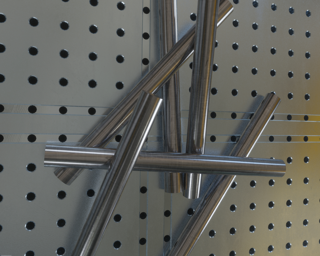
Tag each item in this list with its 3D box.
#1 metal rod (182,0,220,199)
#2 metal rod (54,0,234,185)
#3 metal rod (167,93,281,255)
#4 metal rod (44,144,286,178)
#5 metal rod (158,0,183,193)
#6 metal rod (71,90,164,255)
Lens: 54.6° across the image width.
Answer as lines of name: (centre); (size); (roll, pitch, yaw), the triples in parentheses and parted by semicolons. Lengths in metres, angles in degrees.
metal rod: (0.051, -0.051, 0.388); (0.025, 0.025, 0.298); (-3, 107, -20)
metal rod: (-0.016, -0.050, 0.386); (0.025, 0.025, 0.300); (44, 84, -15)
metal rod: (0.092, 0.076, 0.446); (0.025, 0.025, 0.300); (38, 78, -16)
metal rod: (0.020, 0.042, 0.380); (0.302, 0.025, 0.025); (5, 89, -17)
metal rod: (0.014, -0.064, 0.417); (0.025, 0.025, 0.298); (-2, 91, -20)
metal rod: (-0.067, 0.100, 0.345); (0.025, 0.025, 0.299); (21, 99, -19)
